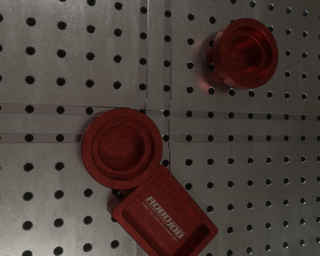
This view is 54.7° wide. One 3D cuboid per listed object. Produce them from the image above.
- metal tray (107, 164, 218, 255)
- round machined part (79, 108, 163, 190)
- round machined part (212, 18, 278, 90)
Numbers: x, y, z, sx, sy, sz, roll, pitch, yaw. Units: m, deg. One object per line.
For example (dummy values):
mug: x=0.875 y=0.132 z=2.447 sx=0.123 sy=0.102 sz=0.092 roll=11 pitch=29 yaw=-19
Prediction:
metal tray: x=0.006 y=0.122 z=0.413 sx=0.090 sy=0.030 sz=0.130 roll=-43 pitch=104 yaw=-15
round machined part: x=-0.050 y=0.025 z=0.386 sx=0.099 sy=0.042 sz=0.097 roll=0 pitch=90 yaw=-21
round machined part: x=0.118 y=-0.104 z=0.449 sx=0.099 sy=0.042 sz=0.097 roll=0 pitch=90 yaw=-21
